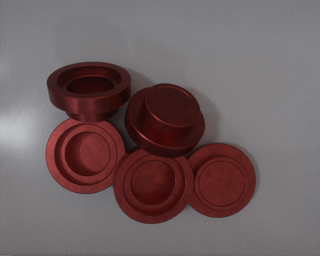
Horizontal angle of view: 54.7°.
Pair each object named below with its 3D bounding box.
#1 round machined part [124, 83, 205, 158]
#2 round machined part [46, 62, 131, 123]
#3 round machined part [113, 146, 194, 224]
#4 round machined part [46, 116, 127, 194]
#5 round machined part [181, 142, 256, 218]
[{"bbox_3d":[0.010,-0.016,0.374,0.099,0.042,0.098,11,49,-13],"label":"round machined part"},{"bbox_3d":[-0.085,-0.043,0.382,0.099,0.098,0.042,3,126,-1],"label":"round machined part"},{"bbox_3d":[-0.010,0.066,0.390,0.099,0.042,0.097,-2,96,-13],"label":"round machined part"},{"bbox_3d":[-0.091,0.032,0.399,0.099,0.042,0.097,0,90,-1],"label":"round machined part"},{"bbox_3d":[0.076,0.068,0.402,0.099,0.042,0.097,0,90,-1],"label":"round machined part"}]
